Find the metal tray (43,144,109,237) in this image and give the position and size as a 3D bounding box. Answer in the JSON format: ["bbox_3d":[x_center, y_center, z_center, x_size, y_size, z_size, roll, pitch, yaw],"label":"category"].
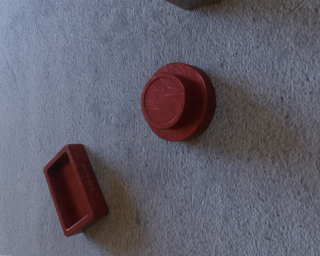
[{"bbox_3d":[-0.143,0.102,0.516,0.090,0.030,0.130,-40,66,32],"label":"metal tray"}]

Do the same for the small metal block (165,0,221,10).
[{"bbox_3d":[0.036,-0.161,0.358,0.050,0.050,0.025,3,92,39],"label":"small metal block"}]

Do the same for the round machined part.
[{"bbox_3d":[0.015,-0.032,0.380,0.098,0.042,0.097,0,90,39],"label":"round machined part"}]
